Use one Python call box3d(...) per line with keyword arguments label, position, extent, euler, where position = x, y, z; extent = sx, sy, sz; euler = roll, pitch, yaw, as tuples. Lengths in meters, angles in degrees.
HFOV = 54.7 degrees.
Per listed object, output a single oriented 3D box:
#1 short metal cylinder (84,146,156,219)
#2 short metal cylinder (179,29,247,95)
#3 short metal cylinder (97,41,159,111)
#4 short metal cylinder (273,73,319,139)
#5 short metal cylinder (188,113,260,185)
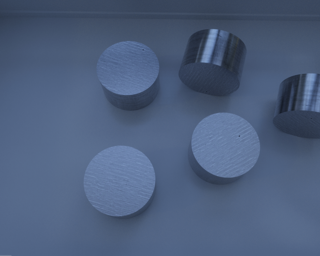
box3d(label="short metal cylinder", position=(-0.045, 0.066, 0.372), extent=(0.081, 0.050, 0.080), euler=(0, 70, 0))
box3d(label="short metal cylinder", position=(0.070, -0.085, 0.412), extent=(0.080, 0.080, 0.050), euler=(15, 71, 5))
box3d(label="short metal cylinder", position=(-0.041, -0.070, 0.421), extent=(0.081, 0.050, 0.080), euler=(0, 70, 0))
box3d(label="short metal cylinder", position=(0.189, -0.026, 0.391), extent=(0.080, 0.080, 0.050), euler=(15, 71, 5))
box3d(label="short metal cylinder", position=(0.077, 0.027, 0.387), extent=(0.081, 0.050, 0.080), euler=(0, 70, 0))
